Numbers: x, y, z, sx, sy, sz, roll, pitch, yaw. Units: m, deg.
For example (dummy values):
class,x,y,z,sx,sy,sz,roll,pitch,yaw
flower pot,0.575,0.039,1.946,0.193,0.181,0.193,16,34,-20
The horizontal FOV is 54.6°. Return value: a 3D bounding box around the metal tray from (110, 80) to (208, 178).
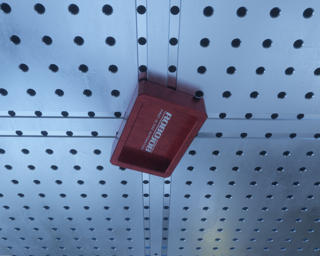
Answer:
class,x,y,z,sx,sy,sz,roll,pitch,yaw
metal tray,-0.006,0.007,0.414,0.091,0.030,0.129,16,129,-14
